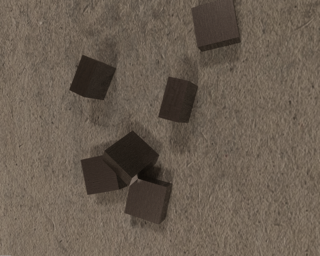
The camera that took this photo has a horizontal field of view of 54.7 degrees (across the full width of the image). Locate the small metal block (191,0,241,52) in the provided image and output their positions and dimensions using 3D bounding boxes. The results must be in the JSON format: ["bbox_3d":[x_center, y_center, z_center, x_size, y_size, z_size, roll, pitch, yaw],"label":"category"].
[{"bbox_3d":[0.070,-0.127,0.384,0.050,0.025,0.050,-10,87,19],"label":"small metal block"}]

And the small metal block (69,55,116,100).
[{"bbox_3d":[-0.091,-0.068,0.427,0.025,0.050,0.050,26,98,18],"label":"small metal block"}]

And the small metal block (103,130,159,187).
[{"bbox_3d":[-0.038,0.039,0.406,0.050,0.050,0.025,42,145,15],"label":"small metal block"}]

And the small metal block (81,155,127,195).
[{"bbox_3d":[-0.079,0.063,0.435,0.050,0.025,0.050,-13,86,19],"label":"small metal block"}]

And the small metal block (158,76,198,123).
[{"bbox_3d":[0.024,-0.034,0.387,0.025,0.050,0.050,16,95,19],"label":"small metal block"}]

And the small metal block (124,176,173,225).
[{"bbox_3d":[-0.015,0.094,0.413,0.050,0.025,0.050,13,94,19],"label":"small metal block"}]
